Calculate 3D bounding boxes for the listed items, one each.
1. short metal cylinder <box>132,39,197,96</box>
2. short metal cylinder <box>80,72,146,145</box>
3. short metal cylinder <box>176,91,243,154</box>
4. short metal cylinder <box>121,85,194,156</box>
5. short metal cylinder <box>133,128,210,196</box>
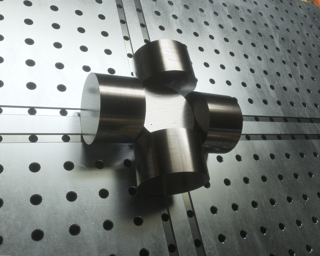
[{"bbox_3d":[0.005,-0.073,0.419,0.081,0.080,0.050,3,60,-27],"label":"short metal cylinder"},{"bbox_3d":[-0.056,-0.021,0.355,0.050,0.080,0.080,2,61,-28],"label":"short metal cylinder"},{"bbox_3d":[0.063,-0.006,0.411,0.050,0.080,0.080,4,60,-27],"label":"short metal cylinder"},{"bbox_3d":[-0.004,-0.008,0.395,0.081,0.050,0.080,14,55,-22],"label":"short metal cylinder"},{"bbox_3d":[0.012,0.041,0.353,0.081,0.080,0.050,6,59,-25],"label":"short metal cylinder"}]
